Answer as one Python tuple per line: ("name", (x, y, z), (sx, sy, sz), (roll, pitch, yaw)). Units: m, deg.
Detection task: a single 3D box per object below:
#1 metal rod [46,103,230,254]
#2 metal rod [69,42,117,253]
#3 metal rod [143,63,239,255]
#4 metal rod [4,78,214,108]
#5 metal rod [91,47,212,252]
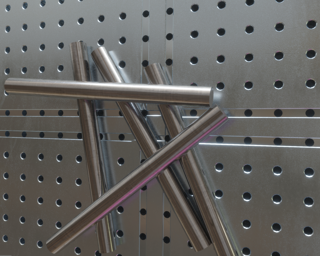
("metal rod", (-0.039, 0.073, 0.398), (0.300, 0.025, 0.025), (-40, 78, 15))
("metal rod", (-0.097, 0.025, 0.445), (0.025, 0.025, 0.298), (-10, 87, 19))
("metal rod", (0.044, 0.056, 0.396), (0.025, 0.025, 0.299), (-24, 82, 18))
("metal rod", (-0.081, -0.049, 0.413), (0.301, 0.025, 0.025), (5, 92, 19))
("metal rod", (-0.016, 0.021, 0.417), (0.025, 0.025, 0.299), (-32, 80, 17))
